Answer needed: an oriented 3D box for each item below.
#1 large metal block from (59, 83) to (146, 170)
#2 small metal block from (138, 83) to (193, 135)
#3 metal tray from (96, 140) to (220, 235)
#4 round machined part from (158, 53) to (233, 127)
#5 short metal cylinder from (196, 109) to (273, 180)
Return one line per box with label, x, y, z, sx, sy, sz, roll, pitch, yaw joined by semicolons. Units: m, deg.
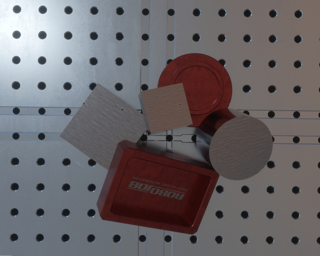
large metal block;-0.066;0.001;0.400;0.080;0.050;0.080;36;90;0
small metal block;0.006;-0.022;0.367;0.050;0.025;0.050;-13;87;-11
metal tray;-0.001;0.076;0.382;0.131;0.030;0.089;17;97;-22
round machined part;0.046;-0.050;0.405;0.099;0.042;0.097;0;90;0
short metal cylinder;0.092;0.019;0.390;0.081;0.050;0.079;-3;104;-11
